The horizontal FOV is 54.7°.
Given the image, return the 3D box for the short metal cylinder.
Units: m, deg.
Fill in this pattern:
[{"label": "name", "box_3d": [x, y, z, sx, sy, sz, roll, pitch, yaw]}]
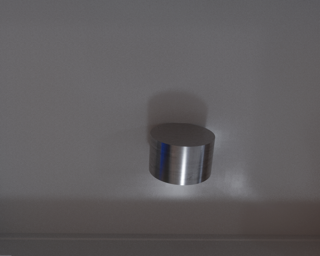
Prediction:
[{"label": "short metal cylinder", "box_3d": [0.027, 0.030, 0.394, 0.081, 0.080, 0.050, 2, 110, -1]}]
